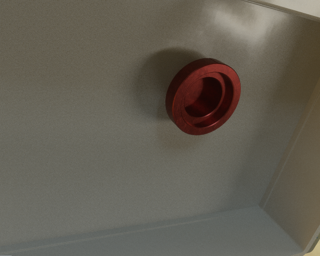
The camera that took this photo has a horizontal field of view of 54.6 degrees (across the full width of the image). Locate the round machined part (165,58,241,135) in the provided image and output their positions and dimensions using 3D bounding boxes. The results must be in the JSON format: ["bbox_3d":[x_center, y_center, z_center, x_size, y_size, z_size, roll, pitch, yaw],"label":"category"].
[{"bbox_3d":[0.051,-0.043,0.398,0.099,0.042,0.097,-14,124,-21],"label":"round machined part"}]
